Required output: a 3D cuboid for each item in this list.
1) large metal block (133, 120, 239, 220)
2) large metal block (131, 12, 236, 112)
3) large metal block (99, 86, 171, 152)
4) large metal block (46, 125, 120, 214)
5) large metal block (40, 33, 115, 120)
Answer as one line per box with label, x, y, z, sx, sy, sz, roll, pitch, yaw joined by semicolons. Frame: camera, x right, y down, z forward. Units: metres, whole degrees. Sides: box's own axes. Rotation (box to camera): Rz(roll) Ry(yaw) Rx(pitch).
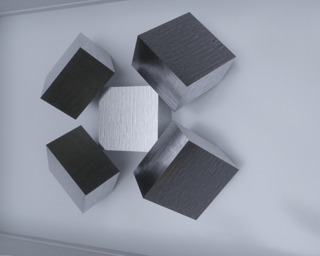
large metal block;0.029;0.050;0.362;0.080;0.050;0.080;30;103;-29
large metal block;0.026;-0.079;0.364;0.080;0.050;0.080;-34;74;-28
large metal block;-0.032;-0.012;0.406;0.080;0.050;0.080;1;90;20
large metal block;-0.103;0.056;0.410;0.080;0.050;0.080;48;149;13
large metal block;-0.108;-0.071;0.409;0.050;0.080;0.080;35;105;-28
